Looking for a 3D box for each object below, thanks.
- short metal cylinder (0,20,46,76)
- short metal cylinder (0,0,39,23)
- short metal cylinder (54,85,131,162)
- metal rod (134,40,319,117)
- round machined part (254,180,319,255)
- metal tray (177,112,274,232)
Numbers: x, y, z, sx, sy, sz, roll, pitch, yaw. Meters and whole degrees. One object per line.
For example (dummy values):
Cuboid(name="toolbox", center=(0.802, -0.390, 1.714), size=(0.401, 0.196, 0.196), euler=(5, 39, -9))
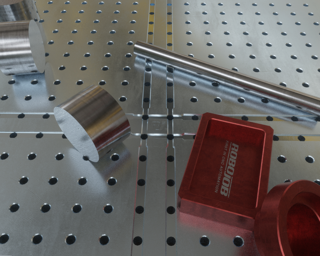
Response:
Cuboid(name="short metal cylinder", center=(-0.213, -0.122, 0.473), size=(0.050, 0.080, 0.080), euler=(-6, 50, -5))
Cuboid(name="short metal cylinder", center=(-0.275, -0.227, 0.580), size=(0.081, 0.050, 0.080), euler=(0, 50, 0))
Cuboid(name="short metal cylinder", center=(-0.082, -0.005, 0.376), size=(0.080, 0.080, 0.050), euler=(35, 58, 25))
Cuboid(name="metal rod", center=(0.095, -0.081, 0.475), size=(0.301, 0.025, 0.025), euler=(22, 54, 17))
Cuboid(name="round machined part", center=(0.129, 0.101, 0.293), size=(0.099, 0.042, 0.098), euler=(11, 67, -28))
Cuboid(name="metal tray", center=(0.080, 0.045, 0.366), size=(0.090, 0.030, 0.130), euler=(14, 51, 11))
